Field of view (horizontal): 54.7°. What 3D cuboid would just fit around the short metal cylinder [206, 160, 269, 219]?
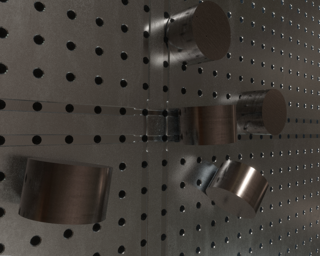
[{"bbox_3d":[0.118,0.094,0.475,0.080,0.080,0.050,51,60,-28],"label":"short metal cylinder"}]

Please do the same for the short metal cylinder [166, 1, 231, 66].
[{"bbox_3d":[0.056,-0.133,0.442,0.081,0.050,0.079,0,90,-40],"label":"short metal cylinder"}]

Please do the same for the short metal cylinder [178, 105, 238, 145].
[{"bbox_3d":[0.066,-0.005,0.431,0.081,0.080,0.050,-5,94,-40],"label":"short metal cylinder"}]

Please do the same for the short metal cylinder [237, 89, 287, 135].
[{"bbox_3d":[0.180,-0.027,0.547,0.081,0.050,0.079,0,90,-40],"label":"short metal cylinder"}]

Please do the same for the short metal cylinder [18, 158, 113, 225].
[{"bbox_3d":[-0.089,0.058,0.300,0.081,0.080,0.050,12,83,-40],"label":"short metal cylinder"}]
